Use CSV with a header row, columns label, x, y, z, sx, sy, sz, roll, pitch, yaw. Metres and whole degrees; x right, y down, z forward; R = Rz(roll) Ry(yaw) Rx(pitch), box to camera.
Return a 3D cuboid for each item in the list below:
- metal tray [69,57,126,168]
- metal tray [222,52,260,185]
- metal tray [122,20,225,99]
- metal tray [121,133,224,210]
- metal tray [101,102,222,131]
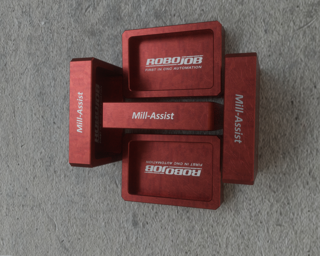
label,x,y,z,sx,sy,sz,roll,pitch,yaw
metal tray,-0.078,-0.019,0.403,0.030,0.090,0.129,1,91,20
metal tray,0.092,-0.009,0.343,0.030,0.090,0.129,1,90,20
metal tray,0.016,-0.084,0.402,0.130,0.030,0.089,0,93,19
metal tray,0.016,0.053,0.403,0.130,0.030,0.089,1,89,19
metal tray,0.007,-0.014,0.374,0.130,0.090,0.030,1,92,20
